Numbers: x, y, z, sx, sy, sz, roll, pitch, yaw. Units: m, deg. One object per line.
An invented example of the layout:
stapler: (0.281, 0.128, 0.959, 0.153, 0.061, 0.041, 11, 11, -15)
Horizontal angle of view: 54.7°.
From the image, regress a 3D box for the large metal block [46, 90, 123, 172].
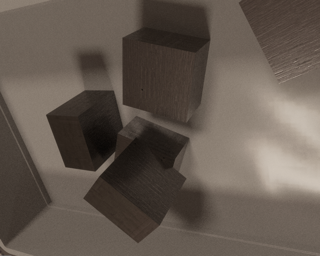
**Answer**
large metal block: (-0.096, 0.001, 0.422, 0.050, 0.080, 0.079, 4, 120, 26)

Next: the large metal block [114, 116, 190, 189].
large metal block: (-0.014, 0.041, 0.424, 0.080, 0.050, 0.079, 23, 127, 14)

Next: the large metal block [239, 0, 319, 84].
large metal block: (0.127, -0.096, 0.266, 0.080, 0.050, 0.080, -22, 107, 36)

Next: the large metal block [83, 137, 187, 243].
large metal block: (-0.027, 0.071, 0.365, 0.080, 0.080, 0.050, 39, 129, 1)

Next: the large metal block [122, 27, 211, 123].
large metal block: (0.005, -0.062, 0.350, 0.080, 0.050, 0.079, 17, 125, 18)
